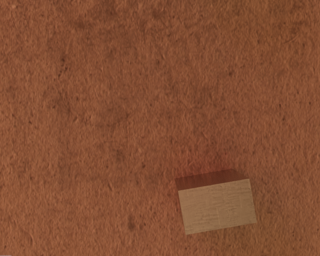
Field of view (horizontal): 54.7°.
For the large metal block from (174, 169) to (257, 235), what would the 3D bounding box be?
[{"bbox_3d":[0.064,0.087,0.383,0.080,0.080,0.050,-10,90,0],"label":"large metal block"}]
